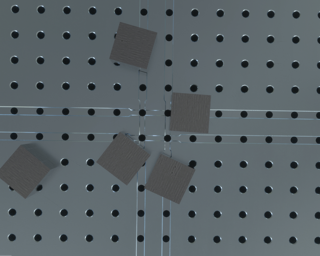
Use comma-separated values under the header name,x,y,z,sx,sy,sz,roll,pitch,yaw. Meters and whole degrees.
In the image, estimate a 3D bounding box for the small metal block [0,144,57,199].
name,x,y,z,sx,sy,sz,roll,pitch,yaw
small metal block,-0.177,0.056,0.411,0.050,0.025,0.050,40,90,-1

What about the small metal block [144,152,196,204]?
name,x,y,z,sx,sy,sz,roll,pitch,yaw
small metal block,0.013,0.066,0.414,0.050,0.025,0.050,25,90,-1

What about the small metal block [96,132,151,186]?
name,x,y,z,sx,sy,sz,roll,pitch,yaw
small metal block,-0.047,0.040,0.413,0.050,0.025,0.050,38,90,-1

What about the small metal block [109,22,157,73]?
name,x,y,z,sx,sy,sz,roll,pitch,yaw
small metal block,-0.035,-0.107,0.413,0.050,0.025,0.050,16,90,-1

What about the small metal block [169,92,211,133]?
name,x,y,z,sx,sy,sz,roll,pitch,yaw
small metal block,0.039,-0.020,0.414,0.050,0.025,0.050,4,90,-1
